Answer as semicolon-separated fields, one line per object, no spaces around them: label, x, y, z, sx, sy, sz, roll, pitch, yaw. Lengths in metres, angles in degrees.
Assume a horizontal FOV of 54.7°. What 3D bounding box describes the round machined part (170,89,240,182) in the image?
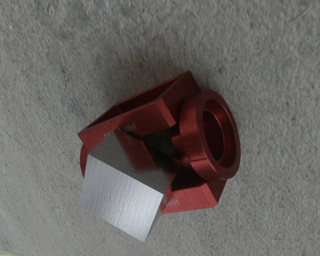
round machined part;0.048;0.010;0.341;0.042;0.098;0.098;-17;110;34

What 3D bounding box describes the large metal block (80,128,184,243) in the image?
large metal block;-0.032;0.060;0.325;0.080;0.050;0.079;26;128;11

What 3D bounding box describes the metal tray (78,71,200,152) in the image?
metal tray;-0.025;-0.018;0.368;0.130;0.090;0.030;-19;108;35

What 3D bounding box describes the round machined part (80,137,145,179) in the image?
round machined part;-0.055;0.044;0.415;0.042;0.098;0.098;-17;110;34

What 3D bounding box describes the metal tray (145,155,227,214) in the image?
metal tray;0.021;0.067;0.394;0.130;0.090;0.030;-19;109;35
